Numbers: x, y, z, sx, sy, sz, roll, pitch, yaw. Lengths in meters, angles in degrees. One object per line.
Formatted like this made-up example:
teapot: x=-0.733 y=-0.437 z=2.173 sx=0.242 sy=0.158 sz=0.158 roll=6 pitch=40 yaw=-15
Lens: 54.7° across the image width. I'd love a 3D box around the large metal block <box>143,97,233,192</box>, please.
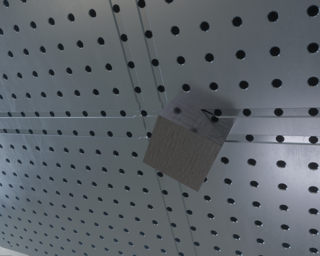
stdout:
large metal block: x=0.033 y=0.020 z=0.390 sx=0.080 sy=0.050 sz=0.079 roll=27 pitch=128 yaw=11
